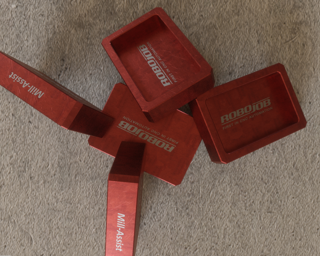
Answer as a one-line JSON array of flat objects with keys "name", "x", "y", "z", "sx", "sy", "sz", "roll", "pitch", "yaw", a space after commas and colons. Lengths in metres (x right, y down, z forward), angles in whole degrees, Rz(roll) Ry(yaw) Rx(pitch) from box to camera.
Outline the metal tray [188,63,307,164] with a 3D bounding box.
[{"name": "metal tray", "x": 0.112, "y": -0.019, "z": 0.394, "sx": 0.131, "sy": 0.030, "sz": 0.090, "roll": -22, "pitch": 90, "yaw": -15}]

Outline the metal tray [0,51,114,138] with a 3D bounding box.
[{"name": "metal tray", "x": -0.127, "y": -0.038, "z": 0.362, "sx": 0.130, "sy": 0.090, "sz": 0.030, "roll": 31, "pitch": 90, "yaw": 16}]

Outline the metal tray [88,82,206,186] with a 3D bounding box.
[{"name": "metal tray", "x": -0.016, "y": 0.008, "z": 0.408, "sx": 0.131, "sy": 0.030, "sz": 0.090, "roll": 26, "pitch": 90, "yaw": -1}]

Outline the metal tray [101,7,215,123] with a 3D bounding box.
[{"name": "metal tray", "x": -0.005, "y": -0.081, "z": 0.379, "sx": 0.090, "sy": 0.030, "sz": 0.130, "roll": -31, "pitch": 61, "yaw": -1}]

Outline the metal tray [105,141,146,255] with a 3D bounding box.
[{"name": "metal tray", "x": -0.039, "y": 0.091, "z": 0.359, "sx": 0.030, "sy": 0.090, "sz": 0.129, "roll": 6, "pitch": 111, "yaw": 0}]
